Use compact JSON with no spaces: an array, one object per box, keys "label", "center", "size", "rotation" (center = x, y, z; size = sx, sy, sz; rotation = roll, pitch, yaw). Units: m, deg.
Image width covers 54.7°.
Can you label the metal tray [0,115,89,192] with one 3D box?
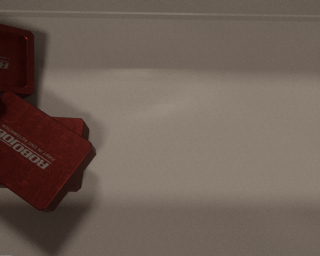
[{"label":"metal tray","center":[-0.163,0.031,0.394],"size":[0.131,0.030,0.090],"rotation":[3,70,0]}]

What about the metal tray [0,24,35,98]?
[{"label":"metal tray","center":[-0.228,-0.088,0.385],"size":[0.131,0.030,0.089],"rotation":[3,81,-43]}]

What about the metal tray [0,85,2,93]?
[{"label":"metal tray","center":[-0.249,-0.052,0.316],"size":[0.131,0.030,0.090],"rotation":[-32,103,-38]}]

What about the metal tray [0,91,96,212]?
[{"label":"metal tray","center":[-0.154,0.026,0.363],"size":[0.130,0.030,0.090],"rotation":[31,73,10]}]
